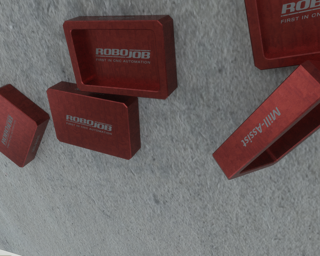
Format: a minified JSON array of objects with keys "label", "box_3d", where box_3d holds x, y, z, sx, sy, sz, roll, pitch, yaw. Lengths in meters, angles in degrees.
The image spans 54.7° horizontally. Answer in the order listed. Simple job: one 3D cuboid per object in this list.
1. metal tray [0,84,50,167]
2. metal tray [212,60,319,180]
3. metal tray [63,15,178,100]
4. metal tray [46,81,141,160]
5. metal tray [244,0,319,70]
[{"label":"metal tray","box_3d":[-0.248,0.000,0.531,0.090,0.030,0.129,38,129,2]},{"label":"metal tray","box_3d":[0.121,-0.004,0.296,0.030,0.091,0.129,59,134,26]},{"label":"metal tray","box_3d":[-0.047,-0.086,0.373,0.130,0.030,0.089,8,122,23]},{"label":"metal tray","box_3d":[-0.094,-0.012,0.444,0.130,0.030,0.089,12,124,21]},{"label":"metal tray","box_3d":[0.143,-0.104,0.263,0.130,0.030,0.089,-3,117,29]}]
